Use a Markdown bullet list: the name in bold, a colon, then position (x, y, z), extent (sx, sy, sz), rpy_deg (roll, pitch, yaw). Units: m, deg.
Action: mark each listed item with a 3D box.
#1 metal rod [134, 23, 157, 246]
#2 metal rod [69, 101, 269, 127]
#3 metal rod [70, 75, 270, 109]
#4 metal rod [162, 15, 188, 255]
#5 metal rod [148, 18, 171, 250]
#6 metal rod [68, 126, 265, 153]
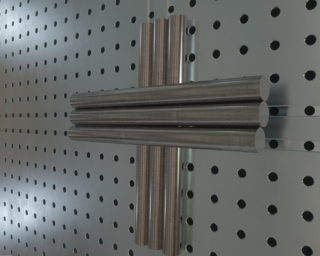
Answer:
- **metal rod**: position (-0.019, 0.009, 0.426), extent (0.025, 0.025, 0.298), rpy_deg (2, 92, 40)
- **metal rod**: position (-0.016, -0.015, 0.391), extent (0.300, 0.025, 0.025), rpy_deg (1, 91, 40)
- **metal rod**: position (-0.016, -0.040, 0.391), extent (0.300, 0.025, 0.025), rpy_deg (1, 91, 40)
- **metal rod**: position (0.019, 0.010, 0.395), extent (0.025, 0.025, 0.298), rpy_deg (2, 92, 40)
- **metal rod**: position (0.000, 0.009, 0.411), extent (0.025, 0.025, 0.298), rpy_deg (2, 92, 40)
- **metal rod**: position (-0.019, 0.010, 0.393), extent (0.300, 0.025, 0.025), rpy_deg (1, 91, 40)
